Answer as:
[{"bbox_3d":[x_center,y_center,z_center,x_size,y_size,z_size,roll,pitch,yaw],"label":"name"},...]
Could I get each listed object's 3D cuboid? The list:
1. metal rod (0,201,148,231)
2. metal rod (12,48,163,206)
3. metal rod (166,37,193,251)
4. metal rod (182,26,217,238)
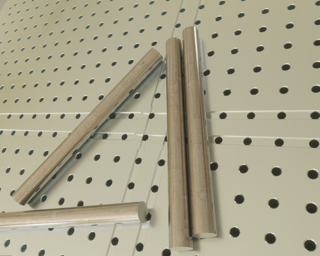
[{"bbox_3d":[-0.156,0.122,0.416,0.300,0.025,0.025,-10,57,22],"label":"metal rod"},{"bbox_3d":[-0.105,-0.005,0.467,0.300,0.025,0.025,-48,51,-6],"label":"metal rod"},{"bbox_3d":[0.021,-0.002,0.399,0.025,0.025,0.300,-14,56,21],"label":"metal rod"},{"bbox_3d":[0.046,-0.018,0.395,0.025,0.025,0.300,-13,56,21],"label":"metal rod"}]
